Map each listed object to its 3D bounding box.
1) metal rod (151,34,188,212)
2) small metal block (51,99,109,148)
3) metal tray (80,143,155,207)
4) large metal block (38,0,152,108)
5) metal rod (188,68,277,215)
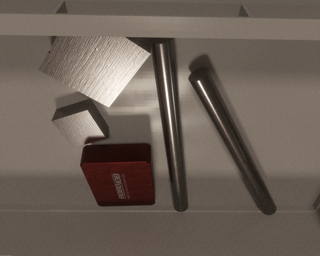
[{"bbox_3d":[0.019,0.018,0.424,0.025,0.025,0.298,-5,130,4],"label":"metal rod"},{"bbox_3d":[-0.102,-0.005,0.403,0.050,0.025,0.050,-16,129,12],"label":"small metal block"},{"bbox_3d":[-0.055,0.073,0.451,0.091,0.030,0.129,-2,142,1],"label":"metal tray"},{"bbox_3d":[-0.065,-0.081,0.323,0.080,0.050,0.080,29,124,-23],"label":"large metal block"},{"bbox_3d":[0.115,0.038,0.443,0.025,0.025,0.300,-23,127,18],"label":"metal rod"}]
